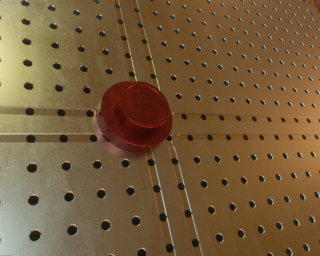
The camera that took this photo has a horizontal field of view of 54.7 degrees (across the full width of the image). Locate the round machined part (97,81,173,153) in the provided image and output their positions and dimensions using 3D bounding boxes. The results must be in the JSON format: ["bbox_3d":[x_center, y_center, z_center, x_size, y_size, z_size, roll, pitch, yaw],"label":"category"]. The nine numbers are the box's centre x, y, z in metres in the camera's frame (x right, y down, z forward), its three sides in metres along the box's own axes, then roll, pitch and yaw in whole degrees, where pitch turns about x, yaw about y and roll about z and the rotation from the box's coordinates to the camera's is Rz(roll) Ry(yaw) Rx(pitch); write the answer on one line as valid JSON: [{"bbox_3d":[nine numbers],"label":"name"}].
[{"bbox_3d":[-0.027,-0.021,0.397,0.099,0.042,0.098,14,56,-21],"label":"round machined part"}]
